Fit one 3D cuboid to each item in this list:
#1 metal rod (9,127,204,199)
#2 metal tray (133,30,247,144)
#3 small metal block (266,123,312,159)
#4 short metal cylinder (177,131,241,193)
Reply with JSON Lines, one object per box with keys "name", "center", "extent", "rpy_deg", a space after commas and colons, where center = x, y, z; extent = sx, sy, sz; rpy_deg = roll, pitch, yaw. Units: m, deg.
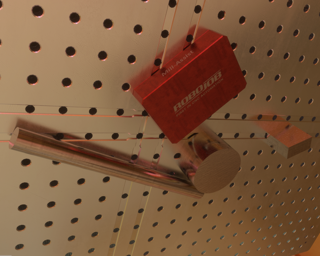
{"name": "metal rod", "center": [-0.046, 0.058, 0.423], "extent": [0.302, 0.025, 0.025], "rpy_deg": [23, 106, -37]}
{"name": "metal tray", "center": [0.042, -0.051, 0.401], "extent": [0.130, 0.030, 0.090], "rpy_deg": [-39, 130, -2]}
{"name": "small metal block", "center": [0.221, 0.021, 0.532], "extent": [0.050, 0.050, 0.025], "rpy_deg": [-21, 127, -17]}
{"name": "short metal cylinder", "center": [0.074, 0.052, 0.470], "extent": [0.081, 0.050, 0.079], "rpy_deg": [-14, 125, -21]}
